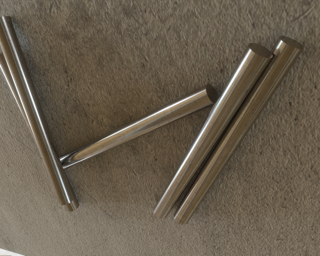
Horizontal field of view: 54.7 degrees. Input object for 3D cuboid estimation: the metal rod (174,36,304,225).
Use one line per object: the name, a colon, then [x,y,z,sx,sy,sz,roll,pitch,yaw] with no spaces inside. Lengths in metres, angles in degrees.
metal rod: [0.078,0.028,0.382,0.025,0.025,0.298,30,128,9]

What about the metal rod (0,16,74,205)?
metal rod: [-0.190,-0.015,0.477,0.025,0.025,0.298,-2,111,29]

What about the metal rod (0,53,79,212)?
metal rod: [-0.199,0.019,0.523,0.025,0.025,0.298,0,119,28]

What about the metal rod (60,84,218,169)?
metal rod: [-0.052,0.009,0.439,0.299,0.025,0.025,-23,106,36]

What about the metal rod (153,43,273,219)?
metal rod: [0.048,0.029,0.389,0.025,0.025,0.298,31,132,8]
